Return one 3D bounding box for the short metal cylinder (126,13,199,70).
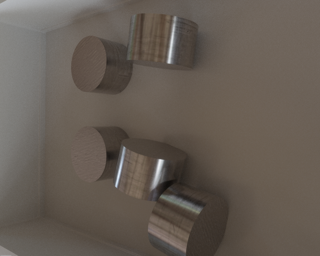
[{"bbox_3d":[0.002,-0.099,0.367,0.080,0.081,0.050,12,98,39],"label":"short metal cylinder"}]

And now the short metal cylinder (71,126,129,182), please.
[{"bbox_3d":[-0.087,0.037,0.460,0.080,0.050,0.079,0,90,39],"label":"short metal cylinder"}]

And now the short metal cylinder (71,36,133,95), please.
[{"bbox_3d":[-0.087,-0.091,0.460,0.080,0.050,0.079,0,90,39],"label":"short metal cylinder"}]

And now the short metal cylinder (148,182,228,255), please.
[{"bbox_3d":[0.033,0.106,0.343,0.050,0.081,0.079,15,100,39],"label":"short metal cylinder"}]

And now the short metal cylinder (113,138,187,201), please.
[{"bbox_3d":[-0.013,0.049,0.380,0.080,0.081,0.050,22,104,37],"label":"short metal cylinder"}]
